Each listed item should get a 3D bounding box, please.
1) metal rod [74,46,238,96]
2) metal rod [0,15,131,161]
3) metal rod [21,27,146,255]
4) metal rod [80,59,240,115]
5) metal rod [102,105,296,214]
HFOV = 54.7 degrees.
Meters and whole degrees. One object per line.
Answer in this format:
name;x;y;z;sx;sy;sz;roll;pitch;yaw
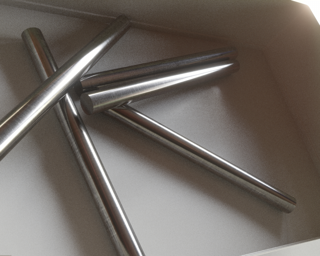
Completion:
metal rod;0.015;-0.093;0.469;0.302;0.025;0.025;-20;73;-36
metal rod;-0.101;-0.068;0.363;0.025;0.025;0.301;33;42;-7
metal rod;-0.093;0.009;0.349;0.025;0.025;0.299;-17;71;-35
metal rod;0.024;-0.067;0.439;0.302;0.025;0.025;-22;73;-42
metal rod;0.053;0.037;0.411;0.301;0.025;0.025;29;52;-10
